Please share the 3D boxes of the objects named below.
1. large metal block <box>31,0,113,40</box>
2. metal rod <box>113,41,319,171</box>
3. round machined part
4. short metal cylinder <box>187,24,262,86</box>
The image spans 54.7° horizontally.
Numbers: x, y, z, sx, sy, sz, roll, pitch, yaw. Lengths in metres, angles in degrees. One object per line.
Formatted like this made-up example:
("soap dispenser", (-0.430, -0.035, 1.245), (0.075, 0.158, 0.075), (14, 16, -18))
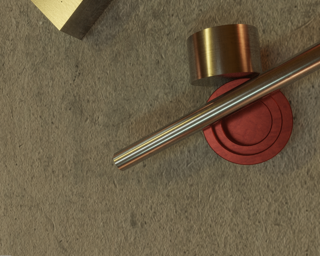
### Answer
("large metal block", (-0.126, -0.187, 0.439), (0.080, 0.050, 0.080), (46, 104, 14))
("metal rod", (0.076, -0.027, 0.337), (0.300, 0.025, 0.025), (-29, 81, 17))
("round machined part", (0.102, -0.008, 0.364), (0.098, 0.042, 0.097), (0, 90, 19))
("short metal cylinder", (0.073, -0.079, 0.354), (0.080, 0.080, 0.050), (-6, 88, 19))
